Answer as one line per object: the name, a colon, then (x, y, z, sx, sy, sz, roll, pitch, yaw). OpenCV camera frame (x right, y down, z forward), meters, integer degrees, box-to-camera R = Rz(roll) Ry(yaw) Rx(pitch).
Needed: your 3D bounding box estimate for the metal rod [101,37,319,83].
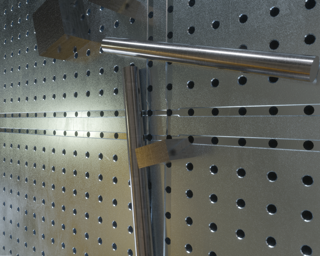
metal rod: (0.032, -0.091, 0.382, 0.300, 0.025, 0.025, 18, 102, 38)

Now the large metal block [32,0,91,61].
large metal block: (-0.171, -0.174, 0.535, 0.080, 0.050, 0.080, -22, 77, 38)

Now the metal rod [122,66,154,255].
metal rod: (-0.030, 0.063, 0.434, 0.025, 0.025, 0.298, -8, 85, 40)

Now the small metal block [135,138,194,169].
small metal block: (0.006, 0.031, 0.388, 0.050, 0.050, 0.025, -20, 78, 38)

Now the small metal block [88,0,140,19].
small metal block: (-0.066, -0.183, 0.448, 0.050, 0.050, 0.025, 33, 111, 35)
